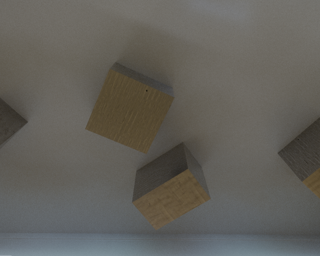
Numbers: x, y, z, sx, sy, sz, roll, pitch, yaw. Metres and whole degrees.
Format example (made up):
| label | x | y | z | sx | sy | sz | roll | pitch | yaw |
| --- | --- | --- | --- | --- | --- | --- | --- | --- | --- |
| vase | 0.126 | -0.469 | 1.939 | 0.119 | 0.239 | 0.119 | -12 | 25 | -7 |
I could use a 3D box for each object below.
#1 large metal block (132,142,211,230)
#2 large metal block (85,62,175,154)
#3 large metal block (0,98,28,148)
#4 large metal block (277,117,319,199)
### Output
| label | x | y | z | sx | sy | sz | roll | pitch | yaw |
| --- | --- | --- | --- | --- | --- | --- | --- | --- | --- |
| large metal block | 0.014 | 0.074 | 0.409 | 0.080 | 0.080 | 0.050 | -33 | 107 | 11 |
| large metal block | -0.037 | -0.026 | 0.388 | 0.080 | 0.050 | 0.079 | 23 | 108 | -9 |
| large metal block | -0.225 | 0.014 | 0.384 | 0.080 | 0.080 | 0.050 | -40 | 106 | 13 |
| large metal block | 0.213 | 0.038 | 0.399 | 0.050 | 0.080 | 0.080 | 41 | 105 | -14 |
